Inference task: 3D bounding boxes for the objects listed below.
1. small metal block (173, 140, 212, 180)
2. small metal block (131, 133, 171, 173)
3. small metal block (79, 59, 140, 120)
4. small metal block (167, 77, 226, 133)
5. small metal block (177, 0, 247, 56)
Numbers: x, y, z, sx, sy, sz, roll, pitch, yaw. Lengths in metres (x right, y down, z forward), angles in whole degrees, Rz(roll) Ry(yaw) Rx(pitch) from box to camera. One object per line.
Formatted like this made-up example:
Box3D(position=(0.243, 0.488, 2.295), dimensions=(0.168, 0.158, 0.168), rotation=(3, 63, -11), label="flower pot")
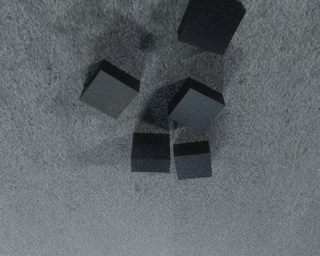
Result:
Box3D(position=(0.048, 0.047, 0.448), dimensions=(0.050, 0.025, 0.050), rotation=(-7, 130, 5), label="small metal block")
Box3D(position=(-0.012, 0.033, 0.418), dimensions=(0.050, 0.050, 0.025), rotation=(2, 130, -2), label="small metal block")
Box3D(position=(-0.059, -0.045, 0.368), dimensions=(0.050, 0.025, 0.050), rotation=(30, 124, -23), label="small metal block")
Box3D(position=(0.044, -0.028, 0.384), dimensions=(0.050, 0.025, 0.050), rotation=(24, 126, -19), label="small metal block")
Box3D(position=(0.051, -0.108, 0.315), dimensions=(0.050, 0.025, 0.050), rotation=(15, 129, -13), label="small metal block")
